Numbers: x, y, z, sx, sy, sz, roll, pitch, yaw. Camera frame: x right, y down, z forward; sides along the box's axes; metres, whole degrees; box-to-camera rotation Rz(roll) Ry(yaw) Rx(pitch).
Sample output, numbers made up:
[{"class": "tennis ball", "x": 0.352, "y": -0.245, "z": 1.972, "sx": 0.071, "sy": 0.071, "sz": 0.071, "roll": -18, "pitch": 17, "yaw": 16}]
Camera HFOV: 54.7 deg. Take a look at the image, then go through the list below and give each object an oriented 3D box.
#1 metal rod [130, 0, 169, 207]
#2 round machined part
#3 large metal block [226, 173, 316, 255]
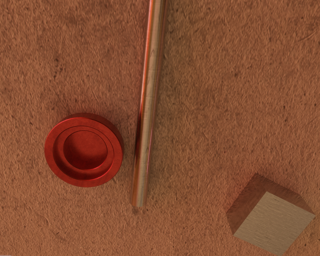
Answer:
[{"class": "metal rod", "x": -0.015, "y": -0.032, "z": 0.397, "sx": 0.025, "sy": 0.025, "sz": 0.298, "roll": 6, "pitch": 110, "yaw": -2}, {"class": "round machined part", "x": -0.096, "y": 0.026, "z": 0.409, "sx": 0.099, "sy": 0.042, "sz": 0.097, "roll": 0, "pitch": 110, "yaw": 0}, {"class": "large metal block", "x": 0.155, "y": 0.124, "z": 0.444, "sx": 0.080, "sy": 0.050, "sz": 0.080, "roll": 27, "pitch": 108, "yaw": -10}]
